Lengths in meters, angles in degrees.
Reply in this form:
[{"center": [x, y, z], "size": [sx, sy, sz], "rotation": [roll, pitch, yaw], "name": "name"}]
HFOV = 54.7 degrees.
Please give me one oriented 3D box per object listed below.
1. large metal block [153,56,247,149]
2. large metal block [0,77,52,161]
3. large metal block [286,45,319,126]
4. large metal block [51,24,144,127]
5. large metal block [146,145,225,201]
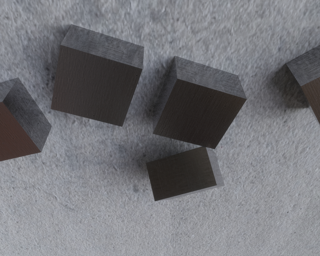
[{"center": [0.042, -0.028, 0.368], "size": [0.081, 0.050, 0.079], "rotation": [14, 129, -13], "name": "large metal block"}, {"center": [-0.196, -0.007, 0.382], "size": [0.080, 0.050, 0.080], "rotation": [-13, 129, 10], "name": "large metal block"}, {"center": [0.203, -0.053, 0.349], "size": [0.080, 0.050, 0.080], "rotation": [-29, 125, 22], "name": "large metal block"}, {"center": [-0.069, -0.056, 0.342], "size": [0.081, 0.050, 0.079], "rotation": [15, 129, -13], "name": "large metal block"}, {"center": [0.037, 0.064, 0.421], "size": [0.080, 0.050, 0.080], "rotation": [-18, 164, 14], "name": "large metal block"}]
